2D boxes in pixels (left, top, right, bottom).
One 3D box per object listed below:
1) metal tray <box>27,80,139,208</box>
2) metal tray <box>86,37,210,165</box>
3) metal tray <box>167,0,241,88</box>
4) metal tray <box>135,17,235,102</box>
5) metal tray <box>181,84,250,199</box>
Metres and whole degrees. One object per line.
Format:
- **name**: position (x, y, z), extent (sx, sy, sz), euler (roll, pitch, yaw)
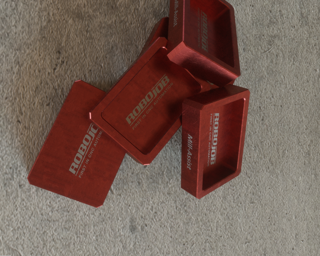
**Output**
- **metal tray**: position (-0.088, 0.019, 0.375), extent (0.090, 0.030, 0.130), euler (26, 81, -19)
- **metal tray**: position (-0.011, -0.032, 0.372), extent (0.090, 0.030, 0.130), euler (43, 76, -15)
- **metal tray**: position (0.056, -0.125, 0.393), extent (0.091, 0.030, 0.130), euler (22, 55, -29)
- **metal tray**: position (0.036, -0.076, 0.422), extent (0.131, 0.030, 0.090), euler (28, 81, -18)
- **metal tray**: position (0.070, 0.017, 0.398), extent (0.091, 0.030, 0.129), euler (-21, 122, -35)
